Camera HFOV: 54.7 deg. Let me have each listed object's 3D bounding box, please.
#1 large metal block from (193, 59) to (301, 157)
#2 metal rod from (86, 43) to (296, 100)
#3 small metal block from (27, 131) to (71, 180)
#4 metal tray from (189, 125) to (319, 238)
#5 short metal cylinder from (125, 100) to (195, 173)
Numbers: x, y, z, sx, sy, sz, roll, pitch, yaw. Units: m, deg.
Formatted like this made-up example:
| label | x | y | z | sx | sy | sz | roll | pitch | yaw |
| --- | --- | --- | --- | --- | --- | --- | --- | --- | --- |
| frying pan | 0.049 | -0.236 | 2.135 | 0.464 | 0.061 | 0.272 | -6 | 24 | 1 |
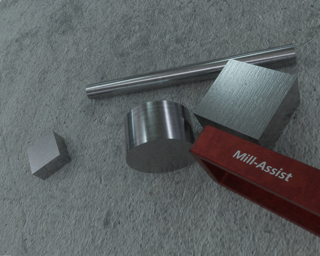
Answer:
| label | x | y | z | sx | sy | sz | roll | pitch | yaw |
| --- | --- | --- | --- | --- | --- | --- | --- | --- | --- |
| large metal block | 0.099 | -0.023 | 0.350 | 0.080 | 0.050 | 0.080 | 26 | 76 | 36 |
| metal rod | 0.026 | -0.074 | 0.433 | 0.301 | 0.025 | 0.025 | -7 | 59 | 24 |
| small metal block | -0.167 | 0.041 | 0.464 | 0.050 | 0.025 | 0.050 | -36 | 51 | 4 |
| metal tray | 0.098 | 0.050 | 0.279 | 0.130 | 0.090 | 0.030 | 25 | 75 | 36 |
| short metal cylinder | 0.000 | 0.013 | 0.360 | 0.080 | 0.080 | 0.050 | -19 | 55 | 17 |
